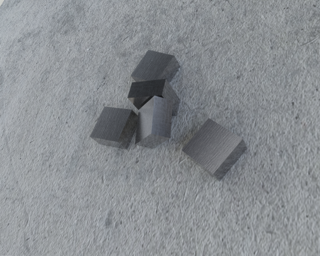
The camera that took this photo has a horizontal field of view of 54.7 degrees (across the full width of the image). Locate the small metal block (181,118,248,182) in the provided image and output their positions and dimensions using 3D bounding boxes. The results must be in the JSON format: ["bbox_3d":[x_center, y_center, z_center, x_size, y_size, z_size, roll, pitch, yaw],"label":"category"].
[{"bbox_3d":[0.062,0.024,0.356,0.050,0.025,0.050,-49,52,-6],"label":"small metal block"}]

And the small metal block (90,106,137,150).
[{"bbox_3d":[-0.063,-0.001,0.437,0.050,0.025,0.050,8,66,31],"label":"small metal block"}]

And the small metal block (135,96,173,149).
[{"bbox_3d":[-0.008,-0.006,0.392,0.050,0.025,0.050,-34,46,57],"label":"small metal block"}]

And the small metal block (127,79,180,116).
[{"bbox_3d":[-0.007,-0.039,0.415,0.050,0.050,0.025,-1,61,27],"label":"small metal block"}]

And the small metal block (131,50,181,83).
[{"bbox_3d":[-0.007,-0.085,0.459,0.050,0.025,0.050,23,74,36],"label":"small metal block"}]
